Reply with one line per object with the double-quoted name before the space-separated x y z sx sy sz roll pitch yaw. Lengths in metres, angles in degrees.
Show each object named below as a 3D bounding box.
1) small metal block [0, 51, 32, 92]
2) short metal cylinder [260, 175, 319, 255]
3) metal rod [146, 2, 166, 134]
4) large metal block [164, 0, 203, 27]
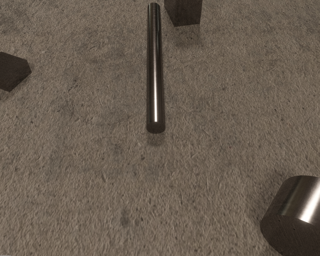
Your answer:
"small metal block" -0.236 -0.087 0.473 0.050 0.025 0.050 20 53 15
"short metal cylinder" 0.144 0.091 0.293 0.080 0.080 0.050 30 56 22
"metal rod" -0.009 -0.115 0.499 0.025 0.025 0.300 -1 50 -1
"large metal block" 0.042 -0.248 0.577 0.050 0.080 0.080 -10 51 -9
